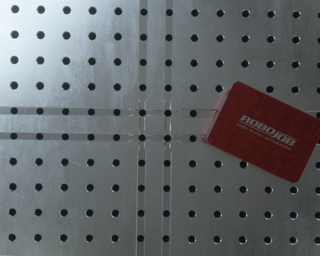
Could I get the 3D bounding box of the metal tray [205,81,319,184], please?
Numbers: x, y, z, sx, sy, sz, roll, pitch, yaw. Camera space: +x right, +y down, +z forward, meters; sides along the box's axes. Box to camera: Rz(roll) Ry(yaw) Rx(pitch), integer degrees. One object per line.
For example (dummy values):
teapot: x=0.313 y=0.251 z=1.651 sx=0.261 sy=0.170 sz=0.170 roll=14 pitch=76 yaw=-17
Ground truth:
metal tray: x=0.137 y=0.006 z=0.413 sx=0.131 sy=0.030 sz=0.090 roll=25 pitch=90 yaw=-1
